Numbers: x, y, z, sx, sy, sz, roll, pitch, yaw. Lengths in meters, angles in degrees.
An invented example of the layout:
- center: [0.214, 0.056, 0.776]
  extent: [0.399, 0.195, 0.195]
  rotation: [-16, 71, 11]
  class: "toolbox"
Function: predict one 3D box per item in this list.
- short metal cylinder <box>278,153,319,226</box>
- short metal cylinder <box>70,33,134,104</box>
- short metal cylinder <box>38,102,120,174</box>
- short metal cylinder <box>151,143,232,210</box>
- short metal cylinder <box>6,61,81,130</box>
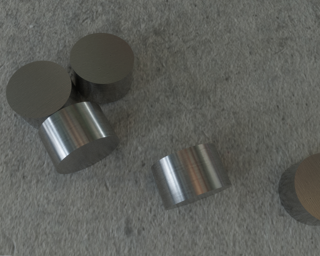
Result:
- center: [0.191, 0.075, 0.370]
  extent: [0.081, 0.050, 0.080]
  rotation: [0, 70, 0]
  class: "short metal cylinder"
- center: [-0.077, -0.080, 0.417]
  extent: [0.081, 0.050, 0.080]
  rotation: [4, 65, -8]
  class: "short metal cylinder"
- center: [-0.097, 0.013, 0.373]
  extent: [0.080, 0.080, 0.050]
  rotation: [-29, 73, -10]
  class: "short metal cylinder"
- center: [0.036, 0.057, 0.359]
  extent: [0.081, 0.080, 0.050]
  rotation: [-18, 71, -7]
  class: "short metal cylinder"
- center: [-0.150, -0.041, 0.408]
  extent: [0.081, 0.050, 0.080]
  rotation: [0, 70, 0]
  class: "short metal cylinder"
